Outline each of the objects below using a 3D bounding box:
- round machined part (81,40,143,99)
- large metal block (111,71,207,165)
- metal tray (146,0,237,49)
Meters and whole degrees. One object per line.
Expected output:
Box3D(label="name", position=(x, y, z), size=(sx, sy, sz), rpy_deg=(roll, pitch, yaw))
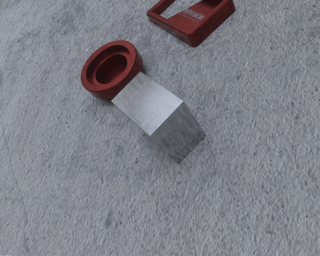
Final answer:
Box3D(label="round machined part", position=(-0.070, -0.085, 0.482), size=(0.098, 0.042, 0.098), rpy_deg=(-13, 56, 21))
Box3D(label="large metal block", position=(0.000, -0.011, 0.376), size=(0.050, 0.080, 0.080), rpy_deg=(-47, 51, -4))
Box3D(label="metal tray", position=(0.047, -0.188, 0.505), size=(0.090, 0.030, 0.130), rpy_deg=(-42, 46, -4))
